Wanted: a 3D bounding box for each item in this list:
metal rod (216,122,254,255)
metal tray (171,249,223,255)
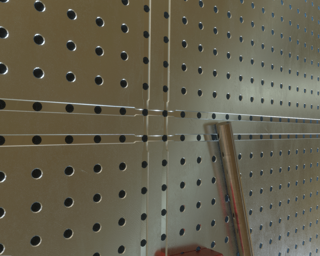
[{"bbox_3d":[0.133,0.136,0.523,0.025,0.025,0.298,-20,103,-38],"label":"metal rod"},{"bbox_3d":[0.049,0.250,0.449,0.091,0.030,0.129,9,85,-40],"label":"metal tray"}]
